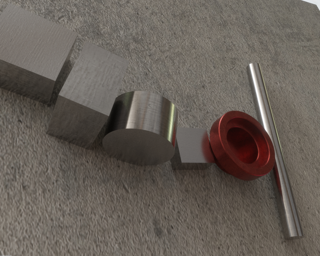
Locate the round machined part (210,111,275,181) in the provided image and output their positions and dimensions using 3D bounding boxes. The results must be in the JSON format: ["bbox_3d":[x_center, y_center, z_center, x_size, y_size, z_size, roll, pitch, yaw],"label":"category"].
[{"bbox_3d":[0.109,0.028,0.434,0.099,0.042,0.098,16,55,-24],"label":"round machined part"}]

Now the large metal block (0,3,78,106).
[{"bbox_3d":[-0.151,-0.084,0.358,0.080,0.050,0.080,22,54,-16],"label":"large metal block"}]

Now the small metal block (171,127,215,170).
[{"bbox_3d":[0.040,0.028,0.410,0.050,0.025,0.050,4,60,-27],"label":"small metal block"}]

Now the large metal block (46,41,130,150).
[{"bbox_3d":[-0.081,-0.034,0.347,0.050,0.080,0.080,24,53,-14],"label":"large metal block"}]

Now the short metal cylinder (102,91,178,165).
[{"bbox_3d":[-0.021,0.002,0.357,0.081,0.080,0.050,19,54,-18],"label":"short metal cylinder"}]

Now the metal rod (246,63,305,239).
[{"bbox_3d":[0.175,0.018,0.489,0.025,0.025,0.299,12,57,-22],"label":"metal rod"}]
